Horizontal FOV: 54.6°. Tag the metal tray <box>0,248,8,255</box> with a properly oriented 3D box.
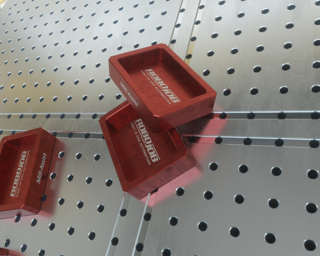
[{"bbox_3d":[-0.266,0.222,0.410,0.090,0.030,0.130,-4,60,26],"label":"metal tray"}]

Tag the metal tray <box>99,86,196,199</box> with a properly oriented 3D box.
[{"bbox_3d":[-0.022,0.015,0.408,0.090,0.030,0.130,-33,51,7],"label":"metal tray"}]

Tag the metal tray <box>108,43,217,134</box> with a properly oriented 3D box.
[{"bbox_3d":[0.000,-0.058,0.408,0.091,0.030,0.130,-21,52,-23],"label":"metal tray"}]

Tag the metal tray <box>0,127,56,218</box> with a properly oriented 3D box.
[{"bbox_3d":[-0.218,0.068,0.479,0.090,0.030,0.130,-12,56,21],"label":"metal tray"}]
